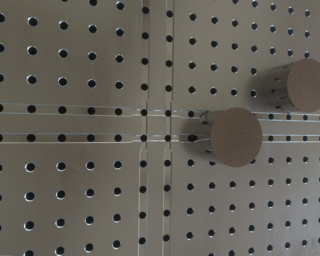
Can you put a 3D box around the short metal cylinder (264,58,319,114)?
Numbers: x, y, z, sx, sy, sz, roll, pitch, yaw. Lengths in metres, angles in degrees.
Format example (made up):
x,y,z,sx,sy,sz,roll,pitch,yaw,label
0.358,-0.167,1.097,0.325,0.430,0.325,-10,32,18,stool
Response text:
x,y,z,sx,sy,sz,roll,pitch,yaw,label
0.210,-0.062,0.476,0.081,0.050,0.079,0,90,-20,short metal cylinder

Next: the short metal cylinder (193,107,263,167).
x,y,z,sx,sy,sz,roll,pitch,yaw,label
0.094,0.012,0.434,0.081,0.050,0.079,0,90,-20,short metal cylinder
